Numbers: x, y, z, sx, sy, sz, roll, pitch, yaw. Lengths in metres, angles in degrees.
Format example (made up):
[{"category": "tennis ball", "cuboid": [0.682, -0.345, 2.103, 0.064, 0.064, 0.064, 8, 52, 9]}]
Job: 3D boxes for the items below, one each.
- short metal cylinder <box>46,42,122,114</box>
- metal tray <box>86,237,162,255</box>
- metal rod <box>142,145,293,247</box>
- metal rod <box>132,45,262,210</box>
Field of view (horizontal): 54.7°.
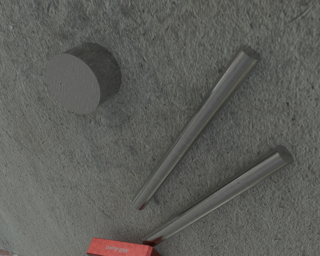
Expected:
[{"category": "short metal cylinder", "cuboid": [-0.097, -0.064, 0.400, 0.080, 0.050, 0.079, 13, 124, 20]}, {"category": "metal tray", "cuboid": [-0.056, 0.238, 0.559, 0.130, 0.030, 0.090, -4, 136, 29]}, {"category": "metal rod", "cuboid": [0.061, 0.114, 0.443, 0.025, 0.025, 0.298, 43, 129, -2]}, {"category": "metal rod", "cuboid": [0.029, 0.022, 0.404, 0.025, 0.025, 0.298, 36, 129, 4]}]
